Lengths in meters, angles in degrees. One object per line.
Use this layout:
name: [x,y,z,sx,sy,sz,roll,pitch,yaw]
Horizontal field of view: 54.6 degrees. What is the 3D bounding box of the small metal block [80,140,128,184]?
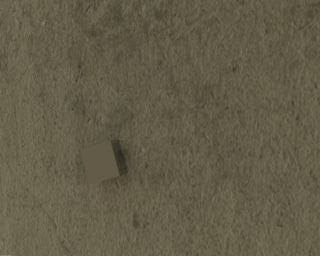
small metal block: [-0.079,0.048,0.437,0.050,0.025,0.050,-18,84,19]
